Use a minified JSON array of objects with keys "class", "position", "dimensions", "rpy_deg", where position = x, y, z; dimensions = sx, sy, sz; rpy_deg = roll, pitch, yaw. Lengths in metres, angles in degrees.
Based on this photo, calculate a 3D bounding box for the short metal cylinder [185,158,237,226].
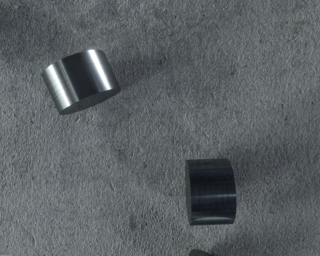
[{"class":"short metal cylinder","position":[0.060,0.078,0.383],"dimensions":[0.050,0.080,0.080],"rpy_deg":[-2,90,0]}]

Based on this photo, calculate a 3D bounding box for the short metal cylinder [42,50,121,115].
[{"class":"short metal cylinder","position":[-0.095,-0.055,0.382],"dimensions":[0.080,0.080,0.050],"rpy_deg":[-24,90,0]}]

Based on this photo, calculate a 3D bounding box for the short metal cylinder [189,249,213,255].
[{"class":"short metal cylinder","position":[0.061,0.197,0.383],"dimensions":[0.080,0.080,0.050],"rpy_deg":[30,90,0]}]
